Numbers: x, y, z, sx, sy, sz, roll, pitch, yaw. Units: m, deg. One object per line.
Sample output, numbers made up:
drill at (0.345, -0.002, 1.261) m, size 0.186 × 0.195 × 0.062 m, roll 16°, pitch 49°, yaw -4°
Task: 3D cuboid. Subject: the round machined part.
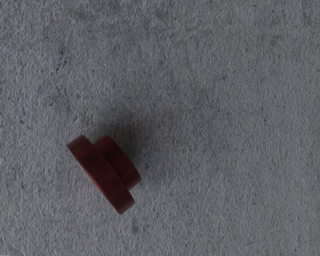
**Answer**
round machined part at (-0.058, 0.046, 0.349) m, size 0.042 × 0.098 × 0.098 m, roll -38°, pitch 102°, yaw -16°
